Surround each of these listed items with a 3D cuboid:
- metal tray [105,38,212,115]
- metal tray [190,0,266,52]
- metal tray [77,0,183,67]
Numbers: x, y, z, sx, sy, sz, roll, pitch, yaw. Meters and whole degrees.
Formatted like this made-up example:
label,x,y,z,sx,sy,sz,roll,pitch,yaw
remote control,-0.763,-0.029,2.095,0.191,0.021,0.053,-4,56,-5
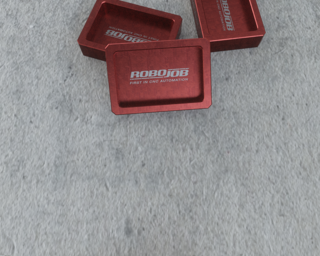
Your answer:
label,x,y,z,sx,sy,sz,roll,pitch,yaw
metal tray,-0.001,-0.068,0.406,0.131,0.030,0.089,-4,104,-2
metal tray,0.098,-0.182,0.472,0.091,0.030,0.129,-7,70,-3
metal tray,-0.042,-0.135,0.454,0.131,0.030,0.090,16,71,5
